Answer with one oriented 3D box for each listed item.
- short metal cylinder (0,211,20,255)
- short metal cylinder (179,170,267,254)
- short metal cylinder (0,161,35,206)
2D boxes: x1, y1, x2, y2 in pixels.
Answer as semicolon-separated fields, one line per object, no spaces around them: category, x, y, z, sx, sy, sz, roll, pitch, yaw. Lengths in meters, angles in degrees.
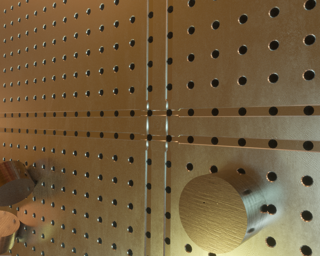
short metal cylinder;-0.349;0.223;0.662;0.080;0.081;0.050;36;112;34
short metal cylinder;0.068;0.088;0.337;0.080;0.050;0.079;0;90;40
short metal cylinder;-0.303;0.112;0.624;0.050;0.081;0.080;48;118;29
